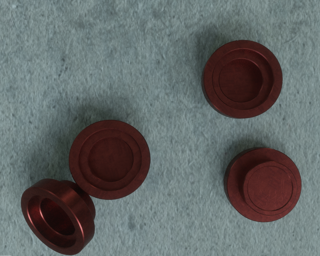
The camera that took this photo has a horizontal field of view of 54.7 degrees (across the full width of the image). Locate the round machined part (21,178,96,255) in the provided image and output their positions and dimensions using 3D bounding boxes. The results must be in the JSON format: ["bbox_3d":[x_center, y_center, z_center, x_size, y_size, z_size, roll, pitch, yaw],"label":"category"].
[{"bbox_3d":[-0.120,0.104,0.385,0.098,0.042,0.097,12,118,24],"label":"round machined part"}]

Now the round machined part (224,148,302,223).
[{"bbox_3d":[0.136,0.075,0.403,0.099,0.042,0.097,0,90,-1],"label":"round machined part"}]

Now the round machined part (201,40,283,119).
[{"bbox_3d":[0.103,-0.061,0.403,0.099,0.042,0.097,0,90,-1],"label":"round machined part"}]

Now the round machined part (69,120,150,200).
[{"bbox_3d":[-0.063,0.040,0.397,0.099,0.042,0.097,0,86,-6],"label":"round machined part"}]
